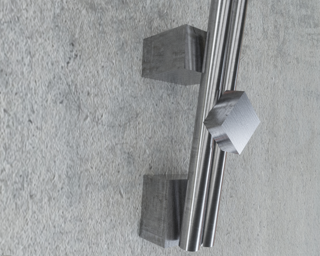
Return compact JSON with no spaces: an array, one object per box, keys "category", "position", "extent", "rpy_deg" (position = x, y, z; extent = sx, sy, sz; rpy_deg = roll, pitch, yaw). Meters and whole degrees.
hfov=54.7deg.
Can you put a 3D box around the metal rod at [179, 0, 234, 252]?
[{"category":"metal rod","position":[0.053,-0.008,0.355],"extent":[0.025,0.025,0.298],"rpy_deg":[4,95,-40]}]

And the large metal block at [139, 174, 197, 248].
[{"category":"large metal block","position":[0.023,0.104,0.408],"extent":[0.081,0.050,0.080],"rpy_deg":[6,86,-40]}]

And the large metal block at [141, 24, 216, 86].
[{"category":"large metal block","position":[0.033,-0.088,0.398],"extent":[0.081,0.080,0.050],"rpy_deg":[4,88,-40]}]

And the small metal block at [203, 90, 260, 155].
[{"category":"small metal block","position":[0.082,-0.007,0.347],"extent":[0.050,0.025,0.050],"rpy_deg":[-53,126,-20]}]

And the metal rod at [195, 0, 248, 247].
[{"category":"metal rod","position":[0.073,-0.007,0.372],"extent":[0.025,0.025,0.298],"rpy_deg":[4,95,-40]}]
